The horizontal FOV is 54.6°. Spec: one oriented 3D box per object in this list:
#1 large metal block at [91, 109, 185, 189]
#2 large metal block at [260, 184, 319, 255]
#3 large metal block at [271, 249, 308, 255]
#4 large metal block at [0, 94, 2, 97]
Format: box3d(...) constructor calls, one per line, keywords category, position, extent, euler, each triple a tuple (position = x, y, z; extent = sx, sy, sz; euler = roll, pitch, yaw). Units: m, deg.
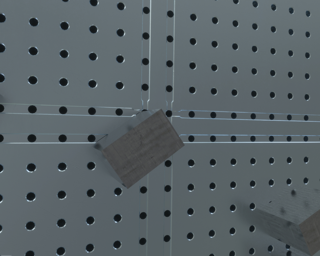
box3d(category="large metal block", position=(-0.030, 0.021, 0.372), extent=(0.080, 0.080, 0.050), euler=(-36, 102, -16))
box3d(category="large metal block", position=(0.213, 0.132, 0.462), extent=(0.080, 0.080, 0.050), euler=(-27, 99, -18))
box3d(category="large metal block", position=(0.218, 0.239, 0.463), extent=(0.050, 0.080, 0.080), euler=(-7, 93, -20))
box3d(category="large metal block", position=(-0.212, -0.047, 0.305), extent=(0.080, 0.080, 0.050), euler=(46, 76, -14))
